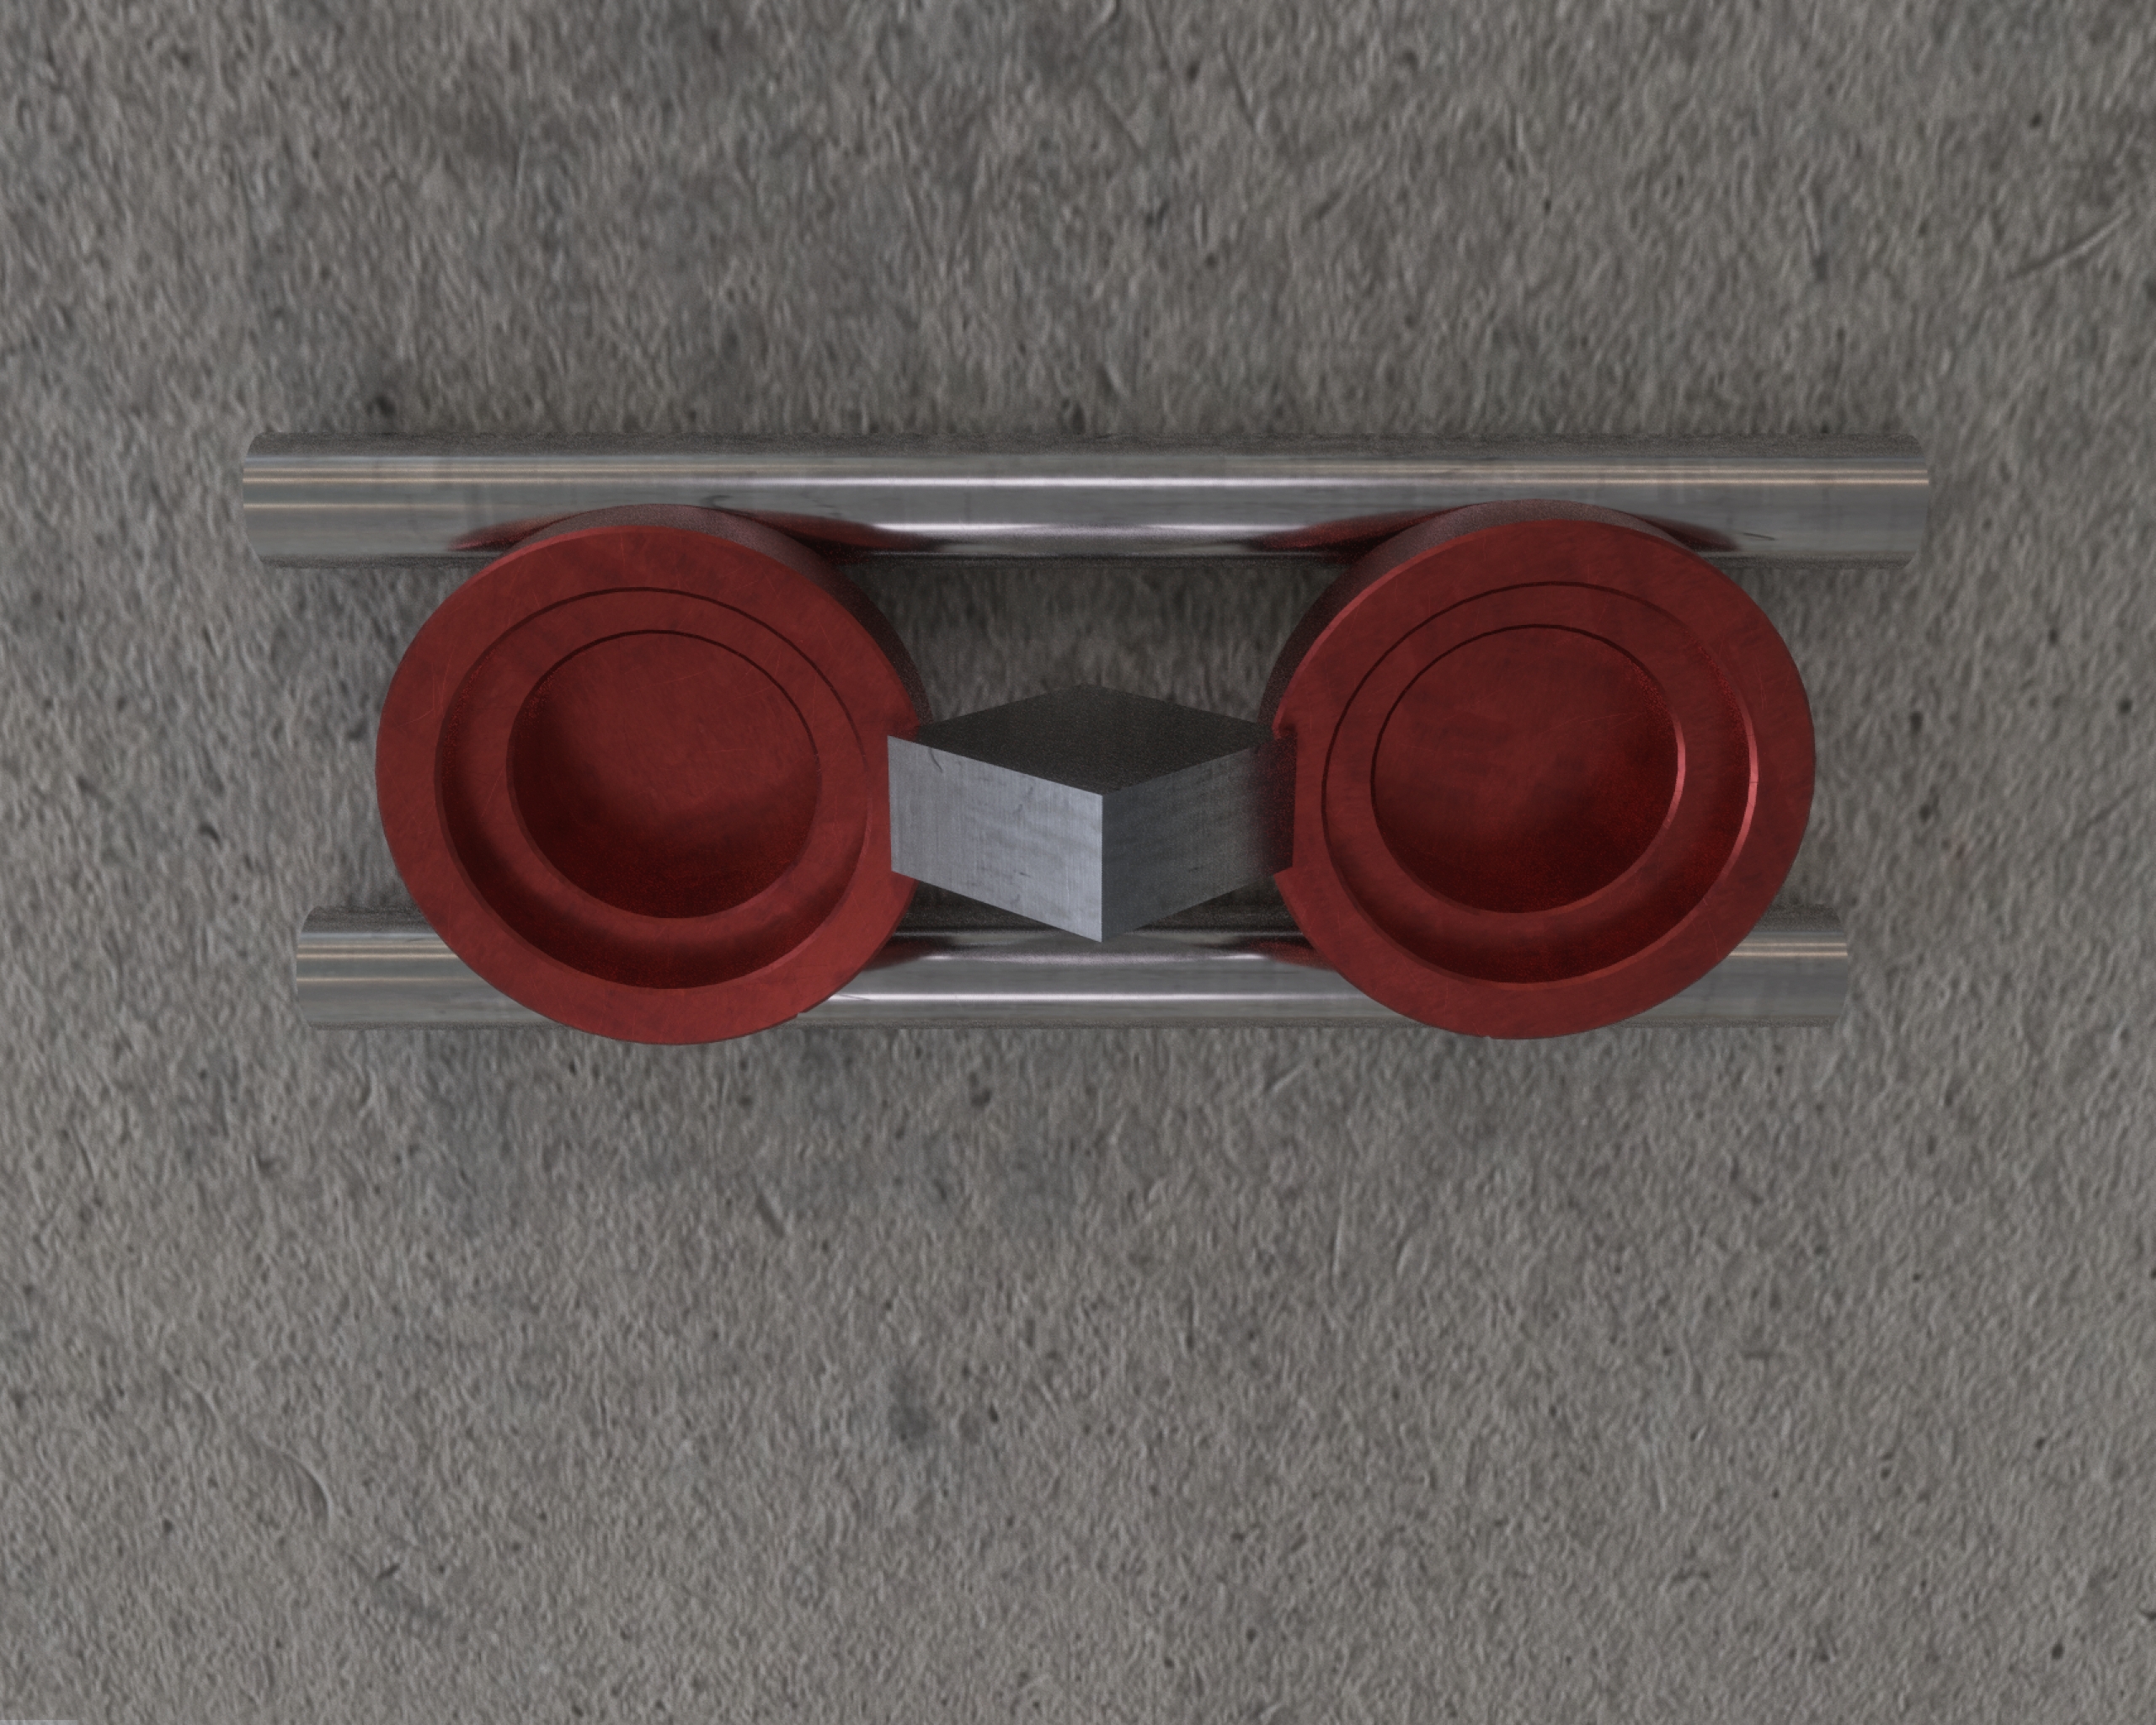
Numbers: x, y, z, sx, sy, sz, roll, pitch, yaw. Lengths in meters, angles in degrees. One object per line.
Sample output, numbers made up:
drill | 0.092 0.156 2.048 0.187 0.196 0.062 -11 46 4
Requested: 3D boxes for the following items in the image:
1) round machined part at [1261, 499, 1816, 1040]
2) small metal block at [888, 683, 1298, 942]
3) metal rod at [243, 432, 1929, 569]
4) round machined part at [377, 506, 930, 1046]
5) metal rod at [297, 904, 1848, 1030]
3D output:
round machined part | 0.082 -0.020 0.390 0.099 0.042 0.097 0 110 0
small metal block | 0.003 -0.011 0.366 0.050 0.050 0.025 17 116 40
metal rod | 0.002 -0.067 0.386 0.302 0.025 0.025 0 110 -1
round machined part | -0.075 -0.019 0.390 0.099 0.042 0.097 0 110 0
metal rod | -0.001 0.021 0.418 0.302 0.025 0.025 0 110 -1
